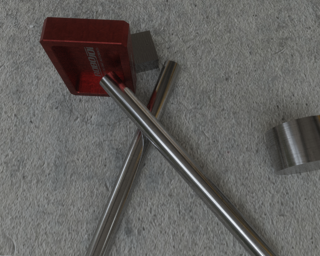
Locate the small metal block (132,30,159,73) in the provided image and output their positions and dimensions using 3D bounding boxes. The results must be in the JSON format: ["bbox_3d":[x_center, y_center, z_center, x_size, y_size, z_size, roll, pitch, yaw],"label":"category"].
[{"bbox_3d":[-0.033,-0.108,0.447,0.050,0.025,0.050,-14,71,-6],"label":"small metal block"}]

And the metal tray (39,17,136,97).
[{"bbox_3d":[-0.079,-0.080,0.381,0.091,0.130,0.030,3,70,1],"label":"metal tray"}]

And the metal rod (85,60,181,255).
[{"bbox_3d":[-0.033,0.044,0.391,0.025,0.025,0.300,19,71,6],"label":"metal rod"}]

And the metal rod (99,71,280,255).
[{"bbox_3d":[0.032,0.048,0.372,0.025,0.025,0.300,-40,82,-13],"label":"metal rod"}]

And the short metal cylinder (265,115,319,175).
[{"bbox_3d":[0.174,0.023,0.373,0.081,0.080,0.050,-7,71,-3],"label":"short metal cylinder"}]
